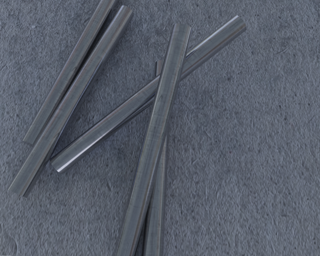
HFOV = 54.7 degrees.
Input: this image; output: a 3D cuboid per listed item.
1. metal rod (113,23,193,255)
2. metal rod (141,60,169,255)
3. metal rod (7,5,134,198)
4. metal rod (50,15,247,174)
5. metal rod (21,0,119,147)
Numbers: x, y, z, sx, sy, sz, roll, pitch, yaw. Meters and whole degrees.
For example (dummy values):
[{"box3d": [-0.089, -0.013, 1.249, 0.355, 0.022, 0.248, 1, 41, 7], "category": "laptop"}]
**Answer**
[{"box3d": [-0.009, 0.021, 0.365, 0.025, 0.025, 0.299, 14, 84, 5], "category": "metal rod"}, {"box3d": [-0.003, 0.050, 0.389, 0.025, 0.025, 0.299, 3, 70, 1], "category": "metal rod"}, {"box3d": [-0.109, -0.050, 0.418, 0.025, 0.025, 0.300, 22, 69, 8], "category": "metal rod"}, {"box3d": [-0.012, -0.045, 0.399, 0.301, 0.025, 0.025, -38, 74, -3], "category": "metal rod"}, {"box3d": [-0.113, -0.110, 0.447, 0.025, 0.025, 0.300, 20, 71, 7], "category": "metal rod"}]
